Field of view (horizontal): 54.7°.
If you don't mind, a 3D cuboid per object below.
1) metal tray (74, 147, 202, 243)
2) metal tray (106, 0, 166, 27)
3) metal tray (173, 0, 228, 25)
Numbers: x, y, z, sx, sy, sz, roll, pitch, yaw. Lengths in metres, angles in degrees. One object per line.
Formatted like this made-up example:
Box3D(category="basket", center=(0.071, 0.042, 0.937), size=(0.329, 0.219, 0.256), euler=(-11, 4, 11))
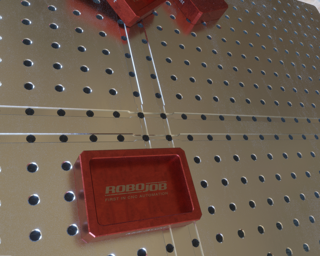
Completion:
Box3D(category="metal tray", center=(-0.024, 0.070, 0.350), size=(0.131, 0.030, 0.090), euler=(0, 62, -29))
Box3D(category="metal tray", center=(-0.059, -0.238, 0.498), size=(0.130, 0.030, 0.090), euler=(51, 50, -12))
Box3D(category="metal tray", center=(0.062, -0.266, 0.603), size=(0.091, 0.030, 0.130), euler=(-28, 77, -38))
